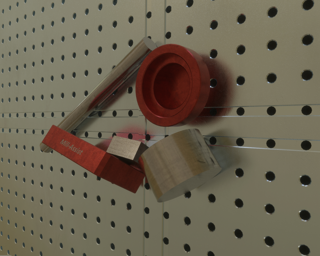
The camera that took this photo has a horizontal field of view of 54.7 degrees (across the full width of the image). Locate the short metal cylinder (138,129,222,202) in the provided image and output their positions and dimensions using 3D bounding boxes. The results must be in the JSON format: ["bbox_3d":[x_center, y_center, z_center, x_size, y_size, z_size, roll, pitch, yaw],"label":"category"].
[{"bbox_3d":[0.022,0.043,0.354,0.080,0.081,0.050,-42,65,32],"label":"short metal cylinder"}]

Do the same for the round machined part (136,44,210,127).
[{"bbox_3d":[0.020,-0.050,0.381,0.098,0.042,0.097,0,90,39],"label":"round machined part"}]

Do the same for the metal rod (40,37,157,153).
[{"bbox_3d":[-0.113,-0.039,0.499,0.299,0.025,0.025,-36,68,33],"label":"metal rod"}]

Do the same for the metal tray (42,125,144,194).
[{"bbox_3d":[-0.094,0.043,0.439,0.130,0.090,0.030,21,77,37],"label":"metal tray"}]

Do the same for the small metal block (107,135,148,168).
[{"bbox_3d":[-0.034,0.036,0.415,0.050,0.050,0.025,11,70,39],"label":"small metal block"}]
